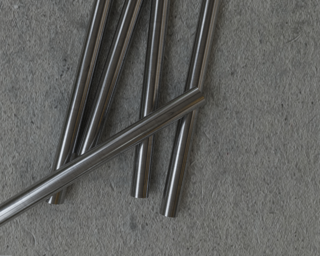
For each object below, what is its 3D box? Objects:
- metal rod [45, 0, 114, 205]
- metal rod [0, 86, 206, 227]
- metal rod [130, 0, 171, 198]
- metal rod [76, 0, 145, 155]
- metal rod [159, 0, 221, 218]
[{"bbox_3d":[-0.104,-0.048,0.408,0.025,0.025,0.298,14,90,0],"label":"metal rod"},{"bbox_3d":[-0.079,0.036,0.383,0.301,0.025,0.025,-31,90,0],"label":"metal rod"},{"bbox_3d":[-0.011,-0.059,0.409,0.025,0.025,0.298,6,90,0],"label":"metal rod"},{"bbox_3d":[-0.053,-0.105,0.409,0.025,0.025,0.298,18,90,0],"label":"metal rod"},{"bbox_3d":[0.041,-0.032,0.410,0.025,0.025,0.298,11,90,0],"label":"metal rod"}]
